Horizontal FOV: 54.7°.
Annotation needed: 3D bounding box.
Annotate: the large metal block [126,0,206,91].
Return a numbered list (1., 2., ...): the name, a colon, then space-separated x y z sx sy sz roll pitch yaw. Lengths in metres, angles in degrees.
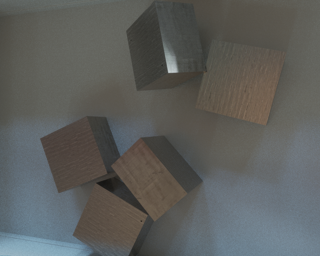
1. large metal block: 0.004 -0.094 0.374 0.080 0.050 0.080 -16 83 60

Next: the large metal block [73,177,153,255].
1. large metal block: -0.057 0.124 0.416 0.080 0.050 0.080 27 99 17

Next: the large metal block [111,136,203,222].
1. large metal block: 0.000 0.057 0.381 0.050 0.080 0.080 -44 77 15

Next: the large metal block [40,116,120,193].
1. large metal block: -0.108 0.036 0.434 0.080 0.050 0.080 -24 82 18

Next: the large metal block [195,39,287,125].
1. large metal block: 0.095 -0.051 0.364 0.080 0.050 0.079 16 95 19
